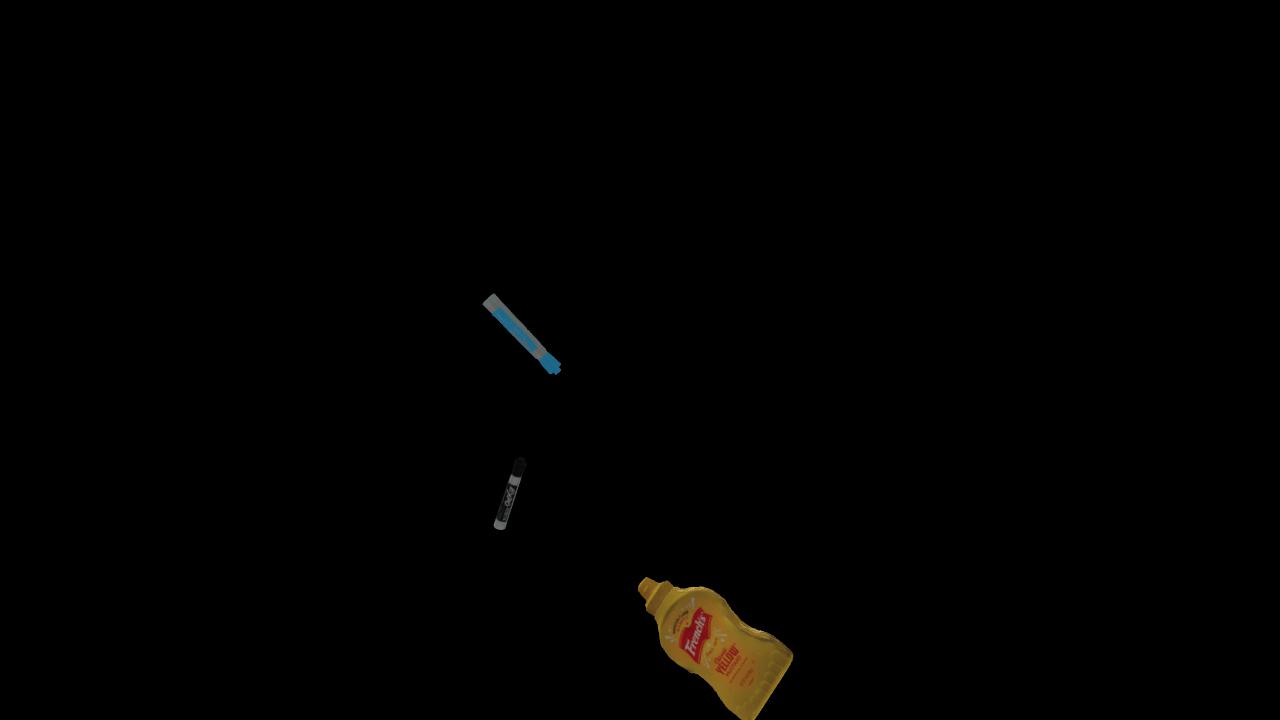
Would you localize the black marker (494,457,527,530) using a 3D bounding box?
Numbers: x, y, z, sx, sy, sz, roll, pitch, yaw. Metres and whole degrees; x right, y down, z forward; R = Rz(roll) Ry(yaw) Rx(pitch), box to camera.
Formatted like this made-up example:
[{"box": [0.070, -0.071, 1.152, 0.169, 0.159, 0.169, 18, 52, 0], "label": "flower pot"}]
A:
[{"box": [-0.195, 0.201, 0.928, 0.020, 0.121, 0.020, 19, 14, -5], "label": "black marker"}]

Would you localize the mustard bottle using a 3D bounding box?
[{"box": [0.073, 0.311, 0.700, 0.184, 0.092, 0.054, 33, 5, 22], "label": "mustard bottle"}]

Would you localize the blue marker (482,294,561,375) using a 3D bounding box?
[{"box": [-0.137, -0.028, 0.728, 0.020, 0.121, 0.020, -37, 18, 14], "label": "blue marker"}]
